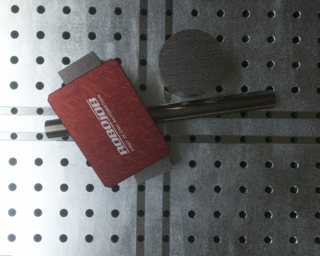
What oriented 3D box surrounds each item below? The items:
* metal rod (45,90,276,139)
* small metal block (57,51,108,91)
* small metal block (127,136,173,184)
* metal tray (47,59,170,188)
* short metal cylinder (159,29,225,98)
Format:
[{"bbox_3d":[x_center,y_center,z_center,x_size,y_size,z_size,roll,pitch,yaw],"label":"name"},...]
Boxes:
[{"bbox_3d":[0.001,-0.019,0.413,0.302,0.025,0.025,-8,90,-1],"label":"metal rod"},{"bbox_3d":[-0.096,-0.070,0.399,0.050,0.050,0.025,-32,90,0],"label":"small metal block"},{"bbox_3d":[-0.016,0.040,0.412,0.050,0.025,0.050,-23,90,-1],"label":"small metal block"},{"bbox_3d":[-0.058,-0.005,0.371,0.090,0.030,0.130,-31,102,0],"label":"metal tray"},{"bbox_3d":[0.038,-0.081,0.401,0.081,0.050,0.079,0,90,-1],"label":"short metal cylinder"}]
